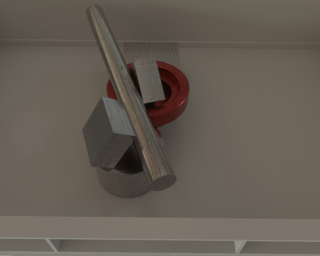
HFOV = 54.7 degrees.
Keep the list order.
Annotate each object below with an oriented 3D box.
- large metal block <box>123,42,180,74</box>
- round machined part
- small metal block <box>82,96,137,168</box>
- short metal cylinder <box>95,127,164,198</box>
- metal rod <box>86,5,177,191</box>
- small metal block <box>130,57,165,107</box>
[{"bbox_3d":[-0.013,-0.081,0.453,0.081,0.050,0.080,0,50,-1],"label":"large metal block"},{"bbox_3d":[-0.014,-0.038,0.386,0.099,0.042,0.098,0,50,0],"label":"round machined part"},{"bbox_3d":[-0.053,0.005,0.314,0.025,0.050,0.050,11,40,-37],"label":"small metal block"},{"bbox_3d":[-0.036,0.033,0.359,0.081,0.050,0.080,0,50,0],"label":"short metal cylinder"},{"bbox_3d":[-0.046,-0.060,0.363,0.025,0.025,0.299,-15,52,-12],"label":"metal rod"},{"bbox_3d":[-0.017,-0.050,0.367,0.025,0.050,0.050,-12,86,-15],"label":"small metal block"}]
